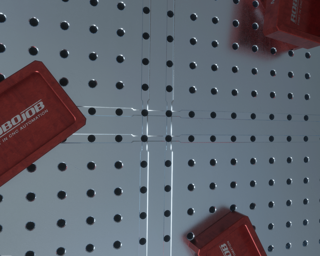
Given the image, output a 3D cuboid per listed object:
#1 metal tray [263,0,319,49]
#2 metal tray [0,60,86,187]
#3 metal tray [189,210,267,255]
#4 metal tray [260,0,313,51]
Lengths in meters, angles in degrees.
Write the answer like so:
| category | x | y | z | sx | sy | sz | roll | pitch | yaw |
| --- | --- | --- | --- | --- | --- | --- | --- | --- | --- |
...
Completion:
| category | x | y | z | sx | sy | sz | roll | pitch | yaw |
| --- | --- | --- | --- | --- | --- | --- | --- | --- | --- |
| metal tray | 0.203 | -0.190 | 0.451 | 0.091 | 0.030 | 0.129 | 9 | 87 | -20 |
| metal tray | -0.163 | -0.003 | 0.349 | 0.130 | 0.030 | 0.090 | -39 | 103 | -16 |
| metal tray | 0.110 | 0.199 | 0.450 | 0.090 | 0.030 | 0.130 | -30 | 100 | -18 |
| metal tray | 0.212 | -0.201 | 0.487 | 0.090 | 0.030 | 0.130 | -40 | 103 | -16 |
